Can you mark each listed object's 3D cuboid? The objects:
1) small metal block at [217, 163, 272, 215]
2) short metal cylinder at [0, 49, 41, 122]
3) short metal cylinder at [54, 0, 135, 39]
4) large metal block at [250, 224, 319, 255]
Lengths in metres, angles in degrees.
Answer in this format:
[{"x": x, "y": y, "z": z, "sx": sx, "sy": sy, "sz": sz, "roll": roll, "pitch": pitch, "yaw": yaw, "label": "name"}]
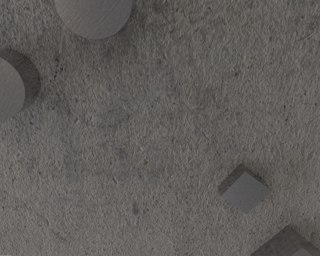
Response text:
[{"x": 0.120, "y": 0.087, "z": 0.443, "sx": 0.050, "sy": 0.025, "sz": 0.050, "roll": 36, "pitch": 106, "yaw": -13, "label": "small metal block"}, {"x": -0.194, "y": -0.053, "z": 0.375, "sx": 0.081, "sy": 0.050, "sz": 0.079, "roll": 0, "pitch": 110, "yaw": 0, "label": "short metal cylinder"}, {"x": -0.069, "y": -0.142, "z": 0.343, "sx": 0.081, "sy": 0.050, "sz": 0.079, "roll": 0, "pitch": 110, "yaw": 0, "label": "short metal cylinder"}, {"x": 0.202, "y": 0.211, "z": 0.476, "sx": 0.080, "sy": 0.050, "sz": 0.080, "roll": 40, "pitch": 105, "yaw": -14, "label": "large metal block"}]
